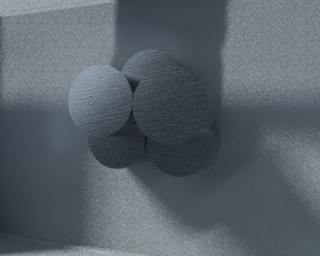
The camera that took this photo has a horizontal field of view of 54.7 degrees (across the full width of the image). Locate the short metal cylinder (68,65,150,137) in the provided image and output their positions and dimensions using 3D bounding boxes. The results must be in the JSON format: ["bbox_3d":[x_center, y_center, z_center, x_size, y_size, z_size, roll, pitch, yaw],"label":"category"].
[{"bbox_3d":[-0.058,-0.030,0.363,0.080,0.050,0.080,0,90,20],"label":"short metal cylinder"}]

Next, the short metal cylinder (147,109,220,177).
[{"bbox_3d":[0.030,0.017,0.385,0.080,0.050,0.080,0,90,20],"label":"short metal cylinder"}]

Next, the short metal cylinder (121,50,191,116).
[{"bbox_3d":[-0.005,-0.055,0.397,0.080,0.050,0.080,0,90,20],"label":"short metal cylinder"}]

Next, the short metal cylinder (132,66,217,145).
[{"bbox_3d":[0.017,-0.023,0.335,0.080,0.050,0.080,0,90,20],"label":"short metal cylinder"}]

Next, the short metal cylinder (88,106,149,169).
[{"bbox_3d":[-0.047,0.011,0.412,0.080,0.050,0.080,0,90,20],"label":"short metal cylinder"}]
